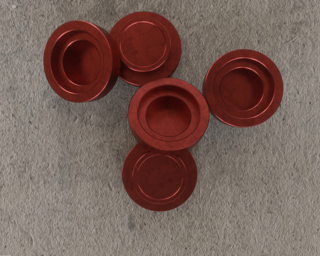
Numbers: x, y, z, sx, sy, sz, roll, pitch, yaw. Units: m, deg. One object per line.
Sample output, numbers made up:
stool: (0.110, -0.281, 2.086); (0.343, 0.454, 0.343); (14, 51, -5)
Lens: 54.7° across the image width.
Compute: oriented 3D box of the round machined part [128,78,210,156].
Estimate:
round machined part: (0.010, -0.011, 0.392); (0.099, 0.042, 0.098); (1, 67, -3)

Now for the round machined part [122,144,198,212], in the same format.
round machined part: (0.000, 0.060, 0.402); (0.099, 0.042, 0.097); (0, 90, -1)

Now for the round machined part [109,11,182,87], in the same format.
round machined part: (-0.021, -0.104, 0.402); (0.099, 0.042, 0.097); (0, 90, -1)

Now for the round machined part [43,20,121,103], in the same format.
round machined part: (-0.093, -0.082, 0.391); (0.098, 0.042, 0.097); (3, 98, 20)

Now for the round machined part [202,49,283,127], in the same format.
round machined part: (0.104, -0.050, 0.404); (0.099, 0.042, 0.097); (0, 90, -1)
